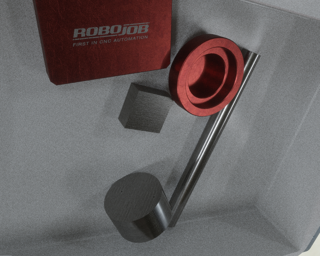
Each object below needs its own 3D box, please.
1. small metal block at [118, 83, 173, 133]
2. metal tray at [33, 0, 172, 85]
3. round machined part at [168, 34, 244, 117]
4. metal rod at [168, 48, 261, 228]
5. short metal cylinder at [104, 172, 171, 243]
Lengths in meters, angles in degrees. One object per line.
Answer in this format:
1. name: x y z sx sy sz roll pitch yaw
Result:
1. small metal block: -0.018 -0.024 0.386 0.050 0.025 0.050 9 114 -33
2. metal tray: -0.053 -0.100 0.316 0.131 0.030 0.089 -13 124 -22
3. round machined part: 0.052 -0.067 0.383 0.099 0.042 0.097 -15 122 -25
4. metal rod: 0.069 0.027 0.465 0.025 0.025 0.298 10 114 -33
5. short metal cylinder: -0.029 0.108 0.425 0.080 0.080 0.050 -28 128 -11
